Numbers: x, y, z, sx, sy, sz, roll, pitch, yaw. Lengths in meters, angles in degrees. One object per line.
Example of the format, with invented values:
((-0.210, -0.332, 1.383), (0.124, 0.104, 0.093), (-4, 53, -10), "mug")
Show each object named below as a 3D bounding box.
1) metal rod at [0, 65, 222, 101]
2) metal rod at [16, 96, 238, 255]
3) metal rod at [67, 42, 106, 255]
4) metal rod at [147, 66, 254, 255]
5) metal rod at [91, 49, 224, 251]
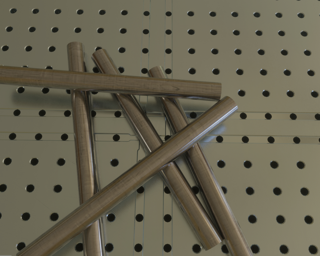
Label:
((-0.072, -0.059, 0.406), (0.302, 0.025, 0.025), (5, 70, 1), "metal rod")
((-0.027, 0.056, 0.364), (0.301, 0.025, 0.025), (-36, 74, -13), "metal rod")
((-0.098, 0.019, 0.403), (0.025, 0.025, 0.299), (-9, 70, -4), "metal rod")
((0.051, 0.049, 0.394), (0.025, 0.025, 0.299), (-21, 72, -8), "metal rod")
((-0.012, 0.015, 0.405), (0.025, 0.025, 0.299), (-29, 73, -10), "metal rod")
